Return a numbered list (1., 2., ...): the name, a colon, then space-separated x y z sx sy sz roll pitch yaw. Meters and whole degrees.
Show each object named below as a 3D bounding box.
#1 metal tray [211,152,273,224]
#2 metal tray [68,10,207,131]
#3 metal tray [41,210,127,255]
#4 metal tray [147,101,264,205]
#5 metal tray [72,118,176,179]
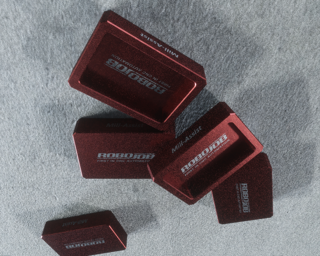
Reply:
1. metal tray: 0.129 0.100 0.491 0.090 0.030 0.129 -11 130 8
2. metal tray: -0.025 -0.059 0.353 0.131 0.030 0.090 26 125 -21
3. metal tray: -0.137 0.200 0.572 0.131 0.030 0.090 -13 129 10
4. metal tray: 0.060 0.037 0.407 0.130 0.030 0.090 -41 128 11
5. metal tray: -0.046 0.030 0.429 0.131 0.030 0.089 0 130 -1
